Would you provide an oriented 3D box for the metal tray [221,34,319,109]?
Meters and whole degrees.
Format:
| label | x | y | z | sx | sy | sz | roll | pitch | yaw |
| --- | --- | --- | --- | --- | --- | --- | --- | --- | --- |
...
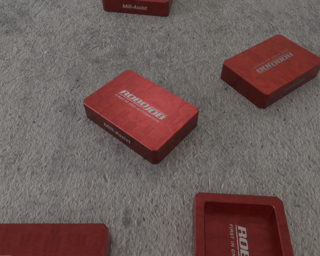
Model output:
| label | x | y | z | sx | sy | sz | roll | pitch | yaw |
| --- | --- | --- | --- | --- | --- | --- | --- | --- | --- |
| metal tray | 0.171 | -0.091 | 0.477 | 0.131 | 0.030 | 0.090 | -29 | 56 | -22 |

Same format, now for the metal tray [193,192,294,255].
| label | x | y | z | sx | sy | sz | roll | pitch | yaw |
| --- | --- | --- | --- | --- | --- | --- | --- | --- | --- |
| metal tray | 0.077 | 0.128 | 0.292 | 0.091 | 0.030 | 0.130 | 3 | 50 | 2 |

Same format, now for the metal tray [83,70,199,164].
| label | x | y | z | sx | sy | sz | roll | pitch | yaw |
| --- | --- | --- | --- | --- | --- | --- | --- | --- | --- |
| metal tray | -0.026 | -0.020 | 0.417 | 0.130 | 0.030 | 0.090 | 33 | 57 | 24 |

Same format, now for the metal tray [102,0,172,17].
| label | x | y | z | sx | sy | sz | roll | pitch | yaw |
| --- | --- | --- | --- | --- | --- | --- | --- | --- | --- |
| metal tray | -0.041 | -0.266 | 0.622 | 0.131 | 0.030 | 0.090 | 7 | 50 | 6 |

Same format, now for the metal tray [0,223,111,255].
| label | x | y | z | sx | sy | sz | roll | pitch | yaw |
| --- | --- | --- | --- | --- | --- | --- | --- | --- | --- |
| metal tray | -0.116 | 0.137 | 0.284 | 0.131 | 0.030 | 0.090 | 0 | 50 | 0 |
